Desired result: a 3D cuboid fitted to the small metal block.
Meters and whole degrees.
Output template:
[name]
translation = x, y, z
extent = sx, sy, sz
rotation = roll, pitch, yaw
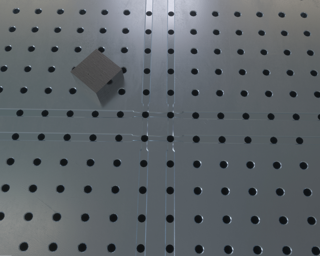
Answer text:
[small metal block]
translation = -0.088, -0.075, 0.439
extent = 0.050, 0.025, 0.050
rotation = 40, 75, 13
